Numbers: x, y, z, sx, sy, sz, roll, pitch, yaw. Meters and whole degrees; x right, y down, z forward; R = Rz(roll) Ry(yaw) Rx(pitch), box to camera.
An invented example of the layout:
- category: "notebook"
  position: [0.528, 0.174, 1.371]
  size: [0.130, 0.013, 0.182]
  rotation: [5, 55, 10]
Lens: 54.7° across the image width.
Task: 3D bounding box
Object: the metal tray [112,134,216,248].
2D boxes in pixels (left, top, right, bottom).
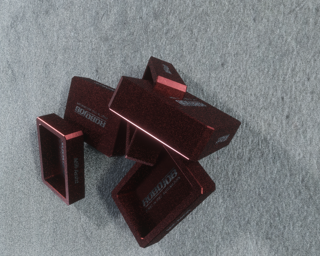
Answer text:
- category: "metal tray"
  position: [-0.002, 0.081, 0.400]
  size: [0.129, 0.030, 0.090]
  rotation: [-51, 61, 27]

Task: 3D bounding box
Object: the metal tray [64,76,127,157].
- category: "metal tray"
  position: [-0.095, -0.021, 0.478]
  size: [0.130, 0.030, 0.089]
  rotation: [25, 106, 36]

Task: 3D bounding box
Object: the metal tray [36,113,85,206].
- category: "metal tray"
  position: [-0.163, 0.051, 0.509]
  size: [0.090, 0.030, 0.129]
  rotation: [26, 123, 36]

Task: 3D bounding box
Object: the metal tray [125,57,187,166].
- category: "metal tray"
  position: [-0.009, -0.026, 0.355]
  size: [0.130, 0.030, 0.089]
  rotation: [-102, 33, -68]

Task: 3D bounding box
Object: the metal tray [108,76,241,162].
- category: "metal tray"
  position: [0.022, -0.012, 0.303]
  size: [0.090, 0.131, 0.030]
  rotation: [32, 105, 19]
